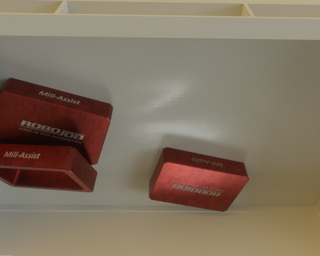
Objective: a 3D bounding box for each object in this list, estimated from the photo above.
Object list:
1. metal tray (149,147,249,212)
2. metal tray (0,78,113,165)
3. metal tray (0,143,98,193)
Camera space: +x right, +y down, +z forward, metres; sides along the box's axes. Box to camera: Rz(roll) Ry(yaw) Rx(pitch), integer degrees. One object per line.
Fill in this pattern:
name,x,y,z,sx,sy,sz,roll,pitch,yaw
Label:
metal tray,0.057,0.082,0.476,0.131,0.030,0.089,12,129,-11
metal tray,-0.135,-0.004,0.401,0.131,0.030,0.089,14,129,-12
metal tray,-0.162,0.055,0.418,0.131,0.030,0.090,2,151,11
